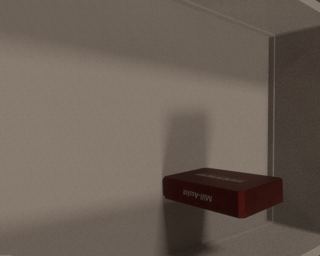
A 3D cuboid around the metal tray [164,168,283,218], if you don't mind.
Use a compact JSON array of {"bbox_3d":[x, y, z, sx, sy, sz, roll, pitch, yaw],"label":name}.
[{"bbox_3d":[0.080,0.080,0.408,0.091,0.130,0.030,-5,93,-40],"label":"metal tray"}]
